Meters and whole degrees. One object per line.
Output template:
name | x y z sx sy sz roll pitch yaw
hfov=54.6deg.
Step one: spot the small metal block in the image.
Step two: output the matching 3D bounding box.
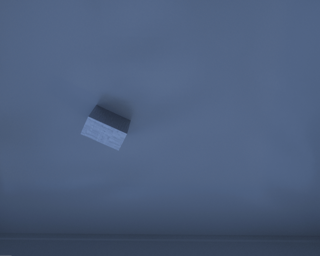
small metal block | -0.068 -0.001 0.397 0.050 0.050 0.025 25 108 -9
